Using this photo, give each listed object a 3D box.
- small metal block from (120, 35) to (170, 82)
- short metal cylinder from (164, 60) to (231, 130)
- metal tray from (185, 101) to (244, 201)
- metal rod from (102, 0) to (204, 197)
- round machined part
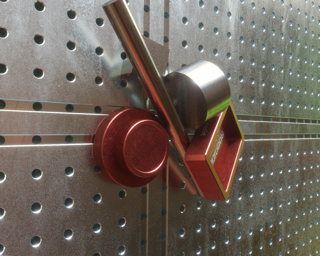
[{"bbox_3d":[-0.018,-0.085,0.396,0.050,0.025,0.050,17,79,-39],"label":"small metal block"},{"bbox_3d":[0.046,-0.044,0.414,0.050,0.080,0.080,-32,110,-36],"label":"short metal cylinder"},{"bbox_3d":[0.085,0.028,0.452,0.090,0.030,0.130,61,40,-31],"label":"metal tray"},{"bbox_3d":[0.010,-0.018,0.398,0.025,0.025,0.299,-47,126,-30],"label":"metal rod"},{"bbox_3d":[-0.027,0.024,0.376,0.099,0.042,0.097,0,90,-40],"label":"round machined part"}]
